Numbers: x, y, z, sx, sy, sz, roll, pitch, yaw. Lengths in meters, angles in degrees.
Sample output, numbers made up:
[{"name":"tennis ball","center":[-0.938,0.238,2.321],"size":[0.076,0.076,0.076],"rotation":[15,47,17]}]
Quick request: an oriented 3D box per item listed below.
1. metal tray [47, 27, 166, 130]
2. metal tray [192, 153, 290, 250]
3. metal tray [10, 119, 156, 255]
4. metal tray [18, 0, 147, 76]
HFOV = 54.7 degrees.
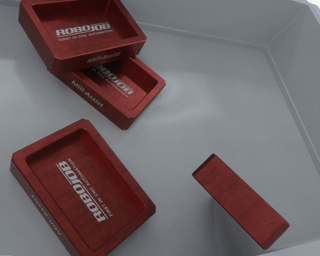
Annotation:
[{"name":"metal tray","center":[-0.067,-0.070,0.408],"size":[0.130,0.030,0.090],"rotation":[39,51,-2]},{"name":"metal tray","center":[0.088,0.082,0.328],"size":[0.030,0.130,0.090],"rotation":[-45,62,0]},{"name":"metal tray","center":[-0.078,0.063,0.321],"size":[0.091,0.030,0.130],"rotation":[-33,80,-38]},{"name":"metal tray","center":[-0.093,-0.123,0.388],"size":[0.131,0.030,0.090],"rotation":[-25,75,-37]}]
